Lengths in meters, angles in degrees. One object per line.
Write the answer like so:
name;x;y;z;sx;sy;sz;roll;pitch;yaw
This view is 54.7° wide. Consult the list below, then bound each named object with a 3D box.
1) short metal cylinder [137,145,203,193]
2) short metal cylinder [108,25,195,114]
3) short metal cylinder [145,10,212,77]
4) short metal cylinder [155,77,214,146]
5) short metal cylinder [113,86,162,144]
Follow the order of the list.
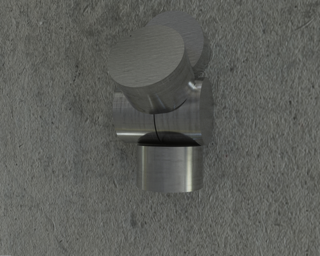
short metal cylinder;0.012;0.045;0.376;0.080;0.080;0.050;0;90;19
short metal cylinder;-0.008;-0.061;0.329;0.080;0.050;0.080;-8;59;14
short metal cylinder;0.020;-0.099;0.390;0.080;0.050;0.079;0;90;19
short metal cylinder;0.032;-0.019;0.369;0.050;0.080;0.079;0;90;20
short metal cylinder;-0.017;-0.020;0.387;0.050;0.080;0.079;1;90;19
